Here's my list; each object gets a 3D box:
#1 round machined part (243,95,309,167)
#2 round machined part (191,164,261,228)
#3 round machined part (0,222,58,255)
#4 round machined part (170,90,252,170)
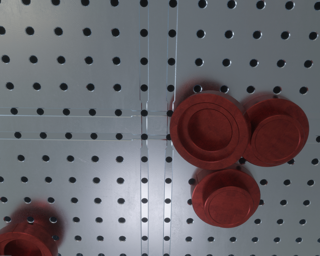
[{"bbox_3d":[0.148,0.009,0.409,0.099,0.042,0.097,0,110,0],"label":"round machined part"},{"bbox_3d":[0.095,0.102,0.443,0.099,0.042,0.097,0,110,0],"label":"round machined part"},{"bbox_3d":[-0.204,0.184,0.471,0.099,0.042,0.097,0,110,0],"label":"round machined part"},{"bbox_3d":[0.065,0.000,0.393,0.098,0.042,0.097,8,110,22],"label":"round machined part"}]
